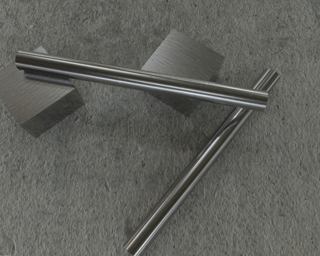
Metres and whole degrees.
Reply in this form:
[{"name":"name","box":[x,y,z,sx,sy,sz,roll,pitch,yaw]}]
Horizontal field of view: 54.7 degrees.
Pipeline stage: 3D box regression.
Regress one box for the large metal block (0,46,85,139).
[{"name":"large metal block","box":[-0.161,-0.047,0.410,0.080,0.050,0.080,-38,75,-13]}]

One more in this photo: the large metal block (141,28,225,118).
[{"name":"large metal block","box":[0.029,-0.074,0.422,0.080,0.050,0.080,32,73,10]}]

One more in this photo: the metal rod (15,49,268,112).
[{"name":"metal rod","box":[-0.024,-0.058,0.376,0.302,0.025,0.025,10,70,3]}]

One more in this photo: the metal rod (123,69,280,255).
[{"name":"metal rod","box":[0.062,0.034,0.396,0.025,0.025,0.301,38,74,12]}]
